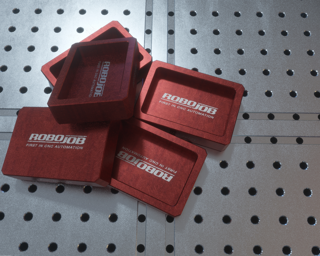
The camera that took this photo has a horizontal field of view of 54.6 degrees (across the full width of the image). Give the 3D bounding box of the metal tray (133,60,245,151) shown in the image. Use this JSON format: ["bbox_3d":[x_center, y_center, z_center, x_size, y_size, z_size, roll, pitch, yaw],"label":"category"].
[{"bbox_3d":[0.039,-0.031,0.419,0.130,0.030,0.090,17,71,6],"label":"metal tray"}]

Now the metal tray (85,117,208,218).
[{"bbox_3d":[-0.018,0.045,0.392,0.130,0.030,0.090,24,72,8],"label":"metal tray"}]

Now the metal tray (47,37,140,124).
[{"bbox_3d":[-0.076,-0.063,0.386,0.090,0.030,0.130,-4,46,6],"label":"metal tray"}]

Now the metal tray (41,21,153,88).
[{"bbox_3d":[-0.086,-0.084,0.438,0.130,0.030,0.090,-38,74,-13],"label":"metal tray"}]

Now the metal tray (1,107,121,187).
[{"bbox_3d":[-0.121,0.021,0.383,0.130,0.030,0.090,2,70,15],"label":"metal tray"}]
